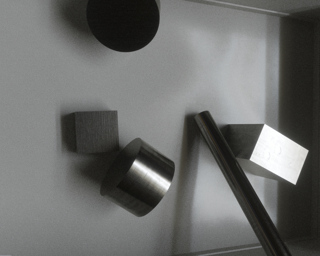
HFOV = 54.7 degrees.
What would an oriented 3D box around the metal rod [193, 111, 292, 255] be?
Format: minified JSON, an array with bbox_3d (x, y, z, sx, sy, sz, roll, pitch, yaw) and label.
[{"bbox_3d":[0.118,0.106,0.377,0.025,0.025,0.299,-17,65,-20],"label":"metal rod"}]

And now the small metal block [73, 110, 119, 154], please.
[{"bbox_3d":[-0.079,0.004,0.382,0.050,0.025,0.050,-3,91,-20],"label":"small metal block"}]

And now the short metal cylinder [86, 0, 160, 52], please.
[{"bbox_3d":[-0.040,-0.136,0.362,0.081,0.050,0.079,0,126,1],"label":"short metal cylinder"}]

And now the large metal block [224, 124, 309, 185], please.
[{"bbox_3d":[0.141,0.034,0.435,0.080,0.080,0.050,28,81,-18],"label":"large metal block"}]

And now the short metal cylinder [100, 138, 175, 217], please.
[{"bbox_3d":[-0.027,0.058,0.372,0.050,0.080,0.080,37,78,-17],"label":"short metal cylinder"}]
